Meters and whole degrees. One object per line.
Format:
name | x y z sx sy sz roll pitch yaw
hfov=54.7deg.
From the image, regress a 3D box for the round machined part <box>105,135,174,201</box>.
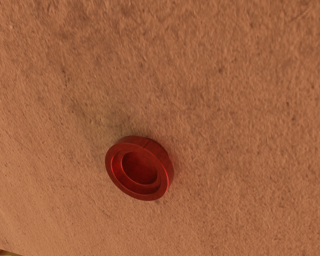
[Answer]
round machined part | -0.025 0.052 0.440 0.098 0.042 0.097 13 124 20
